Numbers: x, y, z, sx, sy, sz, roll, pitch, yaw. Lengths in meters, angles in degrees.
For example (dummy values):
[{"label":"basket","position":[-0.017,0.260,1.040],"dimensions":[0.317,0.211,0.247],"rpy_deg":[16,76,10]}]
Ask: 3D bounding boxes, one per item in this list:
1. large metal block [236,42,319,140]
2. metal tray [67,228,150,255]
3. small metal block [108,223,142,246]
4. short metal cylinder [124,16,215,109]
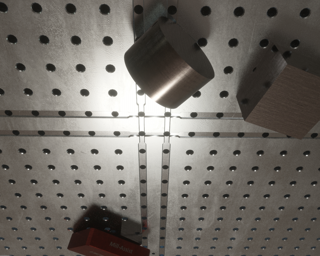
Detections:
[{"label":"large metal block","position":[0.150,-0.041,0.363],"dimensions":[0.081,0.050,0.079],"rpy_deg":[17,128,-15]},{"label":"metal tray","position":[-0.096,0.230,0.586],"dimensions":[0.131,0.030,0.090],"rpy_deg":[31,142,-24]},{"label":"small metal block","position":[-0.070,0.212,0.591],"dimensions":[0.050,0.025,0.050],"rpy_deg":[35,122,-26]},{"label":"short metal cylinder","position":[0.010,-0.066,0.319],"dimensions":[0.080,0.080,0.050],"rpy_deg":[36,121,-27]}]
